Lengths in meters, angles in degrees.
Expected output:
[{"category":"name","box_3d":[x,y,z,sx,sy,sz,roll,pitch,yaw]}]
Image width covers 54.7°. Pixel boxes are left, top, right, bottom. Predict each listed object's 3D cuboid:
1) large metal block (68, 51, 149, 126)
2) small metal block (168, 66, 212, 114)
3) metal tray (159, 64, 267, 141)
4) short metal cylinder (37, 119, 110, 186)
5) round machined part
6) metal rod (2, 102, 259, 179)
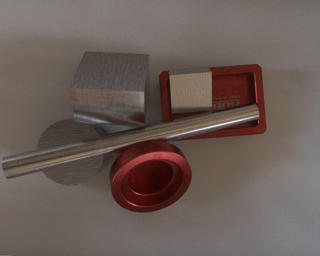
[{"category":"large metal block","box_3d":[-0.056,-0.049,0.374,0.081,0.080,0.050,3,132,0]},{"category":"small metal block","box_3d":[0.038,-0.048,0.389,0.050,0.025,0.050,-5,116,0]},{"category":"metal tray","box_3d":[0.067,-0.032,0.408,0.131,0.030,0.089,-5,90,-1]},{"category":"short metal cylinder","box_3d":[-0.107,0.029,0.395,0.081,0.050,0.079,0,90,-1]},{"category":"round machined part","box_3d":[-0.014,0.056,0.385,0.099,0.042,0.097,-8,124,-12]},{"category":"metal rod","box_3d":[-0.024,0.011,0.368,0.302,0.025,0.025,-13,90,-11]}]
